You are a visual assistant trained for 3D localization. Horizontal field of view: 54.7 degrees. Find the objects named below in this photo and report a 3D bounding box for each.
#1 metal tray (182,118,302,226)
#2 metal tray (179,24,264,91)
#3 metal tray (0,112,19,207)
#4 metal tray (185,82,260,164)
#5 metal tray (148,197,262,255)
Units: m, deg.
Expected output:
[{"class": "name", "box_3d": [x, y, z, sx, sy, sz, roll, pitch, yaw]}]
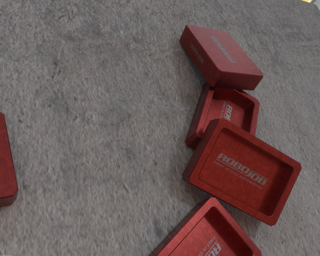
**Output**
[{"class": "metal tray", "box_3d": [0.106, 0.056, 0.398, 0.131, 0.030, 0.090, 29, 83, -10]}, {"class": "metal tray", "box_3d": [0.097, -0.116, 0.504, 0.091, 0.030, 0.130, 0, 46, -28]}, {"class": "metal tray", "box_3d": [-0.203, 0.035, 0.270, 0.131, 0.030, 0.090, -8, 66, -32]}, {"class": "metal tray", "box_3d": [0.097, -0.010, 0.461, 0.090, 0.030, 0.130, 30, 52, -10]}, {"class": "metal tray", "box_3d": [0.044, 0.149, 0.334, 0.090, 0.030, 0.131, 50, 51, 6]}]
